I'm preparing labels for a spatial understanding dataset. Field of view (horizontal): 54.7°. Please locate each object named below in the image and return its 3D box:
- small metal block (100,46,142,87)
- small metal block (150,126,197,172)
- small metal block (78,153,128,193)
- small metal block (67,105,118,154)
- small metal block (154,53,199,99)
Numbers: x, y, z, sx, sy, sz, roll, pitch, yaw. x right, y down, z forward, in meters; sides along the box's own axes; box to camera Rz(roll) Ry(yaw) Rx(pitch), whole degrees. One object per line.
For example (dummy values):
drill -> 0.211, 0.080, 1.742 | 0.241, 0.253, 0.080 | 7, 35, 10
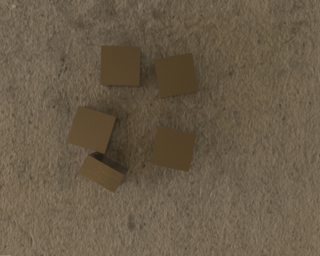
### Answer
small metal block -> -0.051, -0.080, 0.409 | 0.050, 0.025, 0.050 | 2, 90, -1
small metal block -> 0.018, 0.027, 0.410 | 0.050, 0.025, 0.050 | 12, 90, -1
small metal block -> -0.071, 0.055, 0.397 | 0.050, 0.050, 0.025 | 30, 90, -1
small metal block -> -0.088, 0.002, 0.409 | 0.050, 0.025, 0.050 | 17, 90, -1
small metal block -> 0.021, -0.068, 0.410 | 0.050, 0.025, 0.050 | -10, 90, -1
